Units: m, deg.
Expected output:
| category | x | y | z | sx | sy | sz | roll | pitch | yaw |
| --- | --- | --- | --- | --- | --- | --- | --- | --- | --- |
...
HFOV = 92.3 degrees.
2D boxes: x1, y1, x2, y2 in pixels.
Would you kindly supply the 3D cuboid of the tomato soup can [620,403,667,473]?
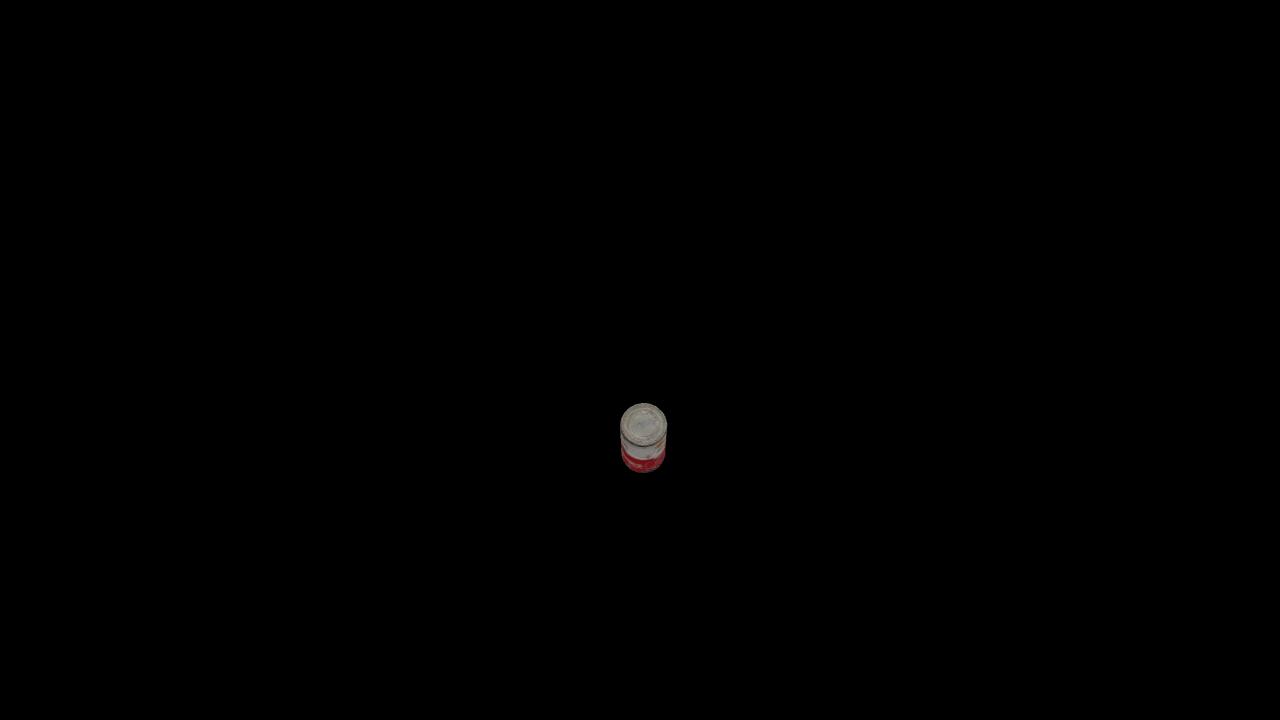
| category | x | y | z | sx | sy | sz | roll | pitch | yaw |
| --- | --- | --- | --- | --- | --- | --- | --- | --- | --- |
| tomato soup can | 0.005 | 0.114 | 0.888 | 0.068 | 0.068 | 0.101 | 0 | -31 | -1 |
